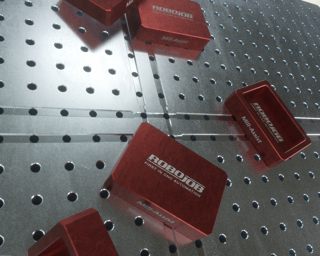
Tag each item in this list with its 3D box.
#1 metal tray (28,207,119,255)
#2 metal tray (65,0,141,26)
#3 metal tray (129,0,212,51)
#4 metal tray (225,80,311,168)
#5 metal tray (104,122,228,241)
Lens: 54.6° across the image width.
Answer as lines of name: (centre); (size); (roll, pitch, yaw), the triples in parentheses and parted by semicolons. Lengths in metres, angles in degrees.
metal tray: (-0.055, 0.141, 0.247); (0.030, 0.090, 0.130); (-14, 69, -46)
metal tray: (-0.074, -0.221, 0.473); (0.090, 0.030, 0.130); (34, 61, 8)
metal tray: (0.016, -0.183, 0.525); (0.131, 0.030, 0.090); (2, 61, -27)
metal tray: (0.176, -0.011, 0.505); (0.091, 0.030, 0.130); (-21, 73, -36)
metal tray: (0.012, 0.062, 0.373); (0.130, 0.030, 0.090); (33, 52, -7)
